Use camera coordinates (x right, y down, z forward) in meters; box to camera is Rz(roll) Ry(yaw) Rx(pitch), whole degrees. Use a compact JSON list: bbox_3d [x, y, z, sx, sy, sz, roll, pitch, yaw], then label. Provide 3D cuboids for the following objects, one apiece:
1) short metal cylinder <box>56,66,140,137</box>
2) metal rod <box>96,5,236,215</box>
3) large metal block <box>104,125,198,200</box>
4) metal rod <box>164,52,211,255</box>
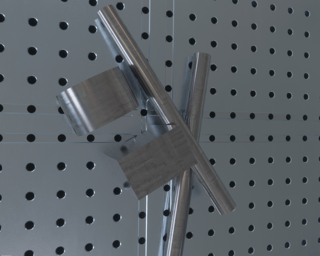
[{"bbox_3d":[-0.071,-0.031,0.357,0.080,0.080,0.050,-29,100,-18],"label":"short metal cylinder"},{"bbox_3d":[0.010,-0.020,0.397,0.025,0.025,0.299,-33,94,-17],"label":"metal rod"},{"bbox_3d":[-0.014,0.037,0.378,0.080,0.080,0.050,-29,100,-18],"label":"large metal block"},{"bbox_3d":[0.037,0.045,0.426,0.025,0.025,0.298,10,87,-20],"label":"metal rod"}]
